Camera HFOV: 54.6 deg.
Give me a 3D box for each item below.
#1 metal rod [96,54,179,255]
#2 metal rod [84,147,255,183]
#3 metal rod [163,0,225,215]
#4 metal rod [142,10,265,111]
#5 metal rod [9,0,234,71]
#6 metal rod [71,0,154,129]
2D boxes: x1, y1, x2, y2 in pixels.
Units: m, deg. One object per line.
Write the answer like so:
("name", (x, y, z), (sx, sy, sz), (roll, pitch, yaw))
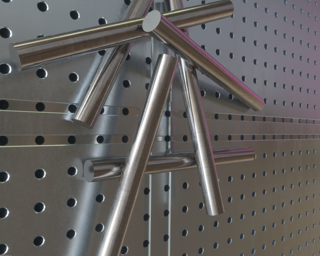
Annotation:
("metal rod", (-0.033, 0.060, 0.347), (0.025, 0.025, 0.299), (23, 81, -38))
("metal rod", (0.037, 0.047, 0.439), (0.302, 0.025, 0.025), (-1, 91, -40))
("metal rod", (0.047, -0.030, 0.424), (0.025, 0.025, 0.299), (-12, 91, -39))
("metal rod", (0.083, -0.077, 0.441), (0.301, 0.025, 0.025), (21, 77, -49))
("metal rod", (-0.016, -0.117, 0.359), (0.302, 0.025, 0.025), (-26, 107, -35))
("metal rod", (-0.031, -0.137, 0.381), (0.025, 0.025, 0.300), (34, 69, -35))
